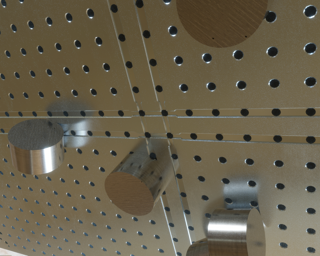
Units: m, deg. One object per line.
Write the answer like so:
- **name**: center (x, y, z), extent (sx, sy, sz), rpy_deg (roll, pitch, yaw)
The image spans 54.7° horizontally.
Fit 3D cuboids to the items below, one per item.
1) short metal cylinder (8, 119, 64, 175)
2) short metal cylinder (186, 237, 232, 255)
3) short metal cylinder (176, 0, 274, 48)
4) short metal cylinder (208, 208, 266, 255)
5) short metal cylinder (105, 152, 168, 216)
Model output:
- **short metal cylinder**: center (-0.195, 0.028, 0.493), extent (0.080, 0.080, 0.050), rpy_deg (22, 126, 15)
- **short metal cylinder**: center (0.084, 0.200, 0.454), extent (0.080, 0.080, 0.050), rpy_deg (46, 129, -5)
- **short metal cylinder**: center (0.062, -0.121, 0.287), extent (0.080, 0.050, 0.079), rpy_deg (13, 124, 20)
- **short metal cylinder**: center (0.104, 0.148, 0.412), extent (0.050, 0.080, 0.080), rpy_deg (-10, 114, 32)
- **short metal cylinder**: center (-0.035, 0.084, 0.463), extent (0.080, 0.050, 0.079), rpy_deg (13, 124, 20)
